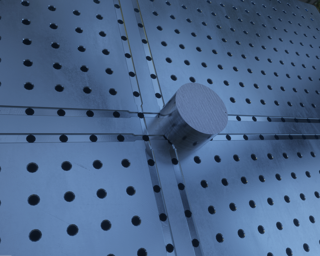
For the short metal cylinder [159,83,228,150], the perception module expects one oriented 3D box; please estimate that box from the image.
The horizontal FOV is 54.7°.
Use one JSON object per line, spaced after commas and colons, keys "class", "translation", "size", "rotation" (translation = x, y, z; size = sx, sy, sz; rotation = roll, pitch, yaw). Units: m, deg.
{"class": "short metal cylinder", "translation": [0.046, -0.016, 0.428], "size": [0.081, 0.050, 0.080], "rotation": [14, 56, -21]}
